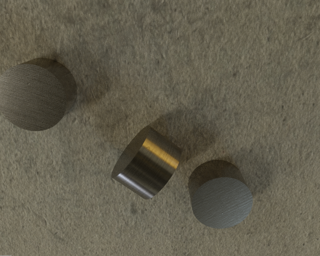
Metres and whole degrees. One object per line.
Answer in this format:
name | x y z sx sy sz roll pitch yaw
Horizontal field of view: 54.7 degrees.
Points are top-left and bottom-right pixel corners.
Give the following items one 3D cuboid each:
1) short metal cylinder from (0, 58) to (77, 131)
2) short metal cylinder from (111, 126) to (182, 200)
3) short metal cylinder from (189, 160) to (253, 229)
short metal cylinder | -0.148 -0.042 0.379 0.081 0.050 0.079 0 110 -1
short metal cylinder | -0.018 0.044 0.396 0.050 0.080 0.080 37 106 -13
short metal cylinder | 0.082 0.091 0.431 0.081 0.050 0.079 0 110 -1
